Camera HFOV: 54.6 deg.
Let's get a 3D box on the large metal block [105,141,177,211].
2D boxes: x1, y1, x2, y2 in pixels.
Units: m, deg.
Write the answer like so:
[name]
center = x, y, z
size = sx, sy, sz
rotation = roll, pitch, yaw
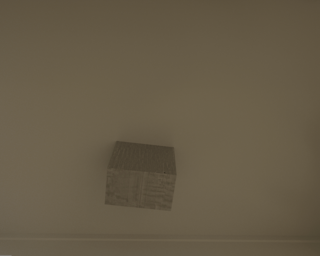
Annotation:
[large metal block]
center = -0.024, 0.059, 0.404
size = 0.080, 0.080, 0.050
rotation = 7, 110, -3
